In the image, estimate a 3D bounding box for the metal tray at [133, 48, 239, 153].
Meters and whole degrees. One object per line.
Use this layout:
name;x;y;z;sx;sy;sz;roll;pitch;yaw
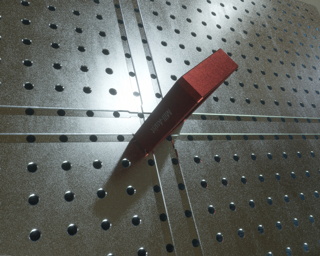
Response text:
metal tray;0.028;-0.030;0.375;0.030;0.129;0.091;47;51;4
